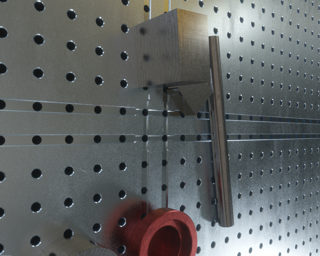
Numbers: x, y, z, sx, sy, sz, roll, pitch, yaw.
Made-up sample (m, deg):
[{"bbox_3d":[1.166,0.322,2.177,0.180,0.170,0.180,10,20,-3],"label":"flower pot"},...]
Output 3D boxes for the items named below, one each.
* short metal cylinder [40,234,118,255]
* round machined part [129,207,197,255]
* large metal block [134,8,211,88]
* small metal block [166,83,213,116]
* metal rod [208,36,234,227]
[{"bbox_3d":[-0.085,0.158,0.323,0.081,0.050,0.079,0,91,-40],"label":"short metal cylinder"},{"bbox_3d":[0.000,0.152,0.400,0.099,0.042,0.097,0,90,-40],"label":"round machined part"},{"bbox_3d":[0.014,-0.094,0.387,0.050,0.080,0.079,-6,94,-40],"label":"large metal block"},{"bbox_3d":[0.043,-0.053,0.448,0.050,0.025,0.050,-52,121,-27],"label":"small metal block"},{"bbox_3d":[0.093,0.008,0.489,0.025,0.025,0.298,-10,97,-40],"label":"metal rod"}]
